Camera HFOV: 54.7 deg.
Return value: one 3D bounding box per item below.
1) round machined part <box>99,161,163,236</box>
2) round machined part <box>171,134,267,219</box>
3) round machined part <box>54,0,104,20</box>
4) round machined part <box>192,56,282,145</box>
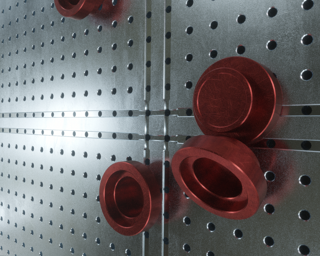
[{"bbox_3d":[-0.035,0.093,0.425,0.098,0.042,0.097,0,90,39],"label":"round machined part"},{"bbox_3d":[0.064,0.046,0.324,0.098,0.042,0.097,26,140,24],"label":"round machined part"},{"bbox_3d":[-0.126,-0.224,0.499,0.098,0.042,0.097,0,90,39],"label":"round machined part"},{"bbox_3d":[0.075,-0.029,0.335,0.098,0.042,0.097,0,90,39],"label":"round machined part"}]
